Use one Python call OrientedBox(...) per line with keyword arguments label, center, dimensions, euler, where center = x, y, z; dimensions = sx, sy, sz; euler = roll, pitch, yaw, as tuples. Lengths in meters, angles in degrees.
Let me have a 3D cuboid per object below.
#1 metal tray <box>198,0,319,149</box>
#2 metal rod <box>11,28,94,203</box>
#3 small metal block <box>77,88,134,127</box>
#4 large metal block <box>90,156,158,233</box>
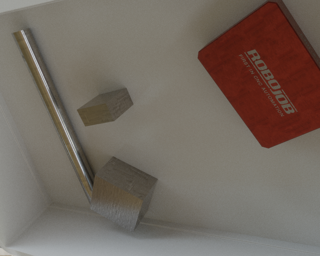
OrientedBox(label="metal tray", center=(0.112, -0.051, 0.315), dimensions=(0.090, 0.030, 0.130), euler=(-31, 102, 37))
OrientedBox(label="metal rod", center=(-0.151, -0.003, 0.484), dimensions=(0.025, 0.025, 0.298), euler=(-3, 117, 29))
OrientedBox(label="small metal block", center=(-0.072, -0.028, 0.411), dimensions=(0.050, 0.050, 0.025), euler=(-9, 114, 31))
OrientedBox(label="large metal block", center=(-0.058, 0.104, 0.486), dimensions=(0.080, 0.050, 0.079), euler=(25, 127, 12))
